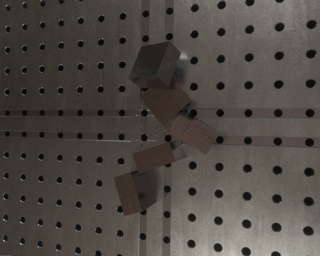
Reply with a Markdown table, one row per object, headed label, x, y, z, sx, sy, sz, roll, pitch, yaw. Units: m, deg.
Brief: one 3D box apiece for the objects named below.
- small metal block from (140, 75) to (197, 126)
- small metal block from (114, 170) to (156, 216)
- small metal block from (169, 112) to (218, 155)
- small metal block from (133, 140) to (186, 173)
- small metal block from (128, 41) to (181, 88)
| label | x | y | z | sx | sy | sz | roll | pitch | yaw |
| --- | --- | --- | --- | --- | --- | --- | --- | --- | --- |
| small metal block | 0.011 | -0.038 | 0.408 | 0.050 | 0.025 | 0.050 | -41 | 77 | 15 |
| small metal block | -0.032 | 0.083 | 0.410 | 0.025 | 0.050 | 0.050 | -19 | 84 | 19 |
| small metal block | 0.041 | 0.004 | 0.379 | 0.050 | 0.050 | 0.025 | 30 | 100 | 3 |
| small metal block | 0.001 | 0.036 | 0.398 | 0.050 | 0.050 | 0.025 | -20 | 84 | 18 |
| small metal block | -0.007 | -0.080 | 0.396 | 0.050 | 0.025 | 0.050 | 4 | 67 | 43 |
